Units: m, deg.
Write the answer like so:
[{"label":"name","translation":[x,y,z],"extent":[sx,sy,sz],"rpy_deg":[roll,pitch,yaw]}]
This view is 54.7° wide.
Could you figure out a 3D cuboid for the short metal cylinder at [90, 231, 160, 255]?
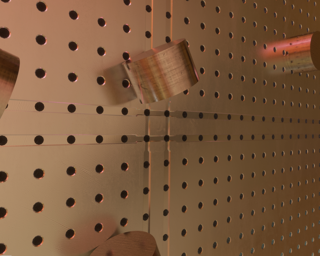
[{"label":"short metal cylinder","translation":[-0.036,0.160,0.344],"extent":[0.081,0.080,0.050],"rpy_deg":[-27,108,-37]}]

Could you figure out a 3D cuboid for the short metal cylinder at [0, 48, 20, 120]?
[{"label":"short metal cylinder","translation":[-0.154,-0.032,0.244],"extent":[0.050,0.080,0.080],"rpy_deg":[25,74,-37]}]

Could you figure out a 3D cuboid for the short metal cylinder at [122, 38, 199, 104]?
[{"label":"short metal cylinder","translation":[0.001,-0.069,0.374],"extent":[0.081,0.080,0.050],"rpy_deg":[-36,112,-34]}]

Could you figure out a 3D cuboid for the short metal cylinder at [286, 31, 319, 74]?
[{"label":"short metal cylinder","translation":[0.309,-0.158,0.650],"extent":[0.081,0.050,0.079],"rpy_deg":[0,90,-40]}]
